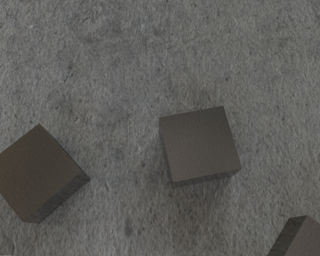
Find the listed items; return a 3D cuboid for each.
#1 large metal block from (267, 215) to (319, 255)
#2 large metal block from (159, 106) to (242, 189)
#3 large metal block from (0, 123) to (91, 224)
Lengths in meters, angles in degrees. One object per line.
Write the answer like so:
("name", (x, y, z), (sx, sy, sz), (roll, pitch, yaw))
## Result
("large metal block", (0.168, 0.155, 0.340), (0.080, 0.050, 0.080), (35, 74, 11))
("large metal block", (0.046, 0.025, 0.386), (0.081, 0.050, 0.080), (-11, 71, -4))
("large metal block", (-0.145, 0.056, 0.373), (0.080, 0.050, 0.080), (-42, 76, -14))
